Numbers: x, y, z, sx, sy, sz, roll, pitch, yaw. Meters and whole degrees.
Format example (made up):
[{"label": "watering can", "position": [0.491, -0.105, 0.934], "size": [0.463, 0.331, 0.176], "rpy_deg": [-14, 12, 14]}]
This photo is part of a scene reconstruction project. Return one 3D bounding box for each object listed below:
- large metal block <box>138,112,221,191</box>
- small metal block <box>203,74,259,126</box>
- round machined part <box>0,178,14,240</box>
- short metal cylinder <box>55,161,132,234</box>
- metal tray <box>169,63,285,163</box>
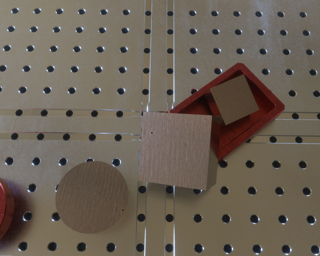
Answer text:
[{"label": "large metal block", "position": [0.024, 0.024, 0.365], "size": [0.080, 0.050, 0.080], "rpy_deg": [4, 90, 22]}, {"label": "small metal block", "position": [0.092, -0.035, 0.402], "size": [0.050, 0.025, 0.050], "rpy_deg": [-24, 92, -11]}, {"label": "round machined part", "position": [-0.221, 0.100, 0.364], "size": [0.099, 0.042, 0.098], "rpy_deg": [0, 70, 0]}, {"label": "short metal cylinder", "position": [-0.076, 0.084, 0.367], "size": [0.081, 0.050, 0.080], "rpy_deg": [0, 70, 0]}, {"label": "metal tray", "position": [0.087, -0.018, 0.416], "size": [0.131, 0.030, 0.090], "rpy_deg": [-36, 74, -12]}]
